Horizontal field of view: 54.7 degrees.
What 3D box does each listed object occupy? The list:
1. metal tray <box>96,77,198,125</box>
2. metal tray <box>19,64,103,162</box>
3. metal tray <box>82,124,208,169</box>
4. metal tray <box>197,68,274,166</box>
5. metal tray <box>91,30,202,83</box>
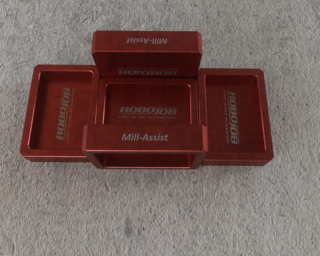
[{"bbox_3d":[-0.016,-0.021,0.414,0.131,0.030,0.090,1,70,0],"label":"metal tray"},{"bbox_3d":[-0.126,-0.021,0.413,0.091,0.030,0.130,1,70,0],"label":"metal tray"},{"bbox_3d":[-0.016,0.025,0.364,0.131,0.090,0.030,0,70,0],"label":"metal tray"},{"bbox_3d":[0.095,-0.016,0.414,0.091,0.030,0.130,1,70,0],"label":"metal tray"},{"bbox_3d":[-0.015,-0.088,0.407,0.131,0.090,0.030,0,70,0],"label":"metal tray"}]
